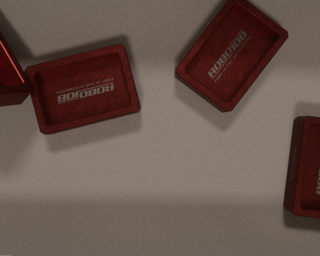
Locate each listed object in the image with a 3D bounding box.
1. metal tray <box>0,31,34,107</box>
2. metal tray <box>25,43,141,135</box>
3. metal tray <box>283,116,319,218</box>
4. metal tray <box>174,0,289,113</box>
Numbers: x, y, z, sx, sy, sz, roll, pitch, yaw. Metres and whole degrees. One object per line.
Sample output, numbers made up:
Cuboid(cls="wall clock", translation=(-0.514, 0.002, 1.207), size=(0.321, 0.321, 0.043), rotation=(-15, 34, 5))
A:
Cuboid(cls="metal tray", translation=(-0.221, -0.085, 0.361), size=(0.030, 0.091, 0.130), rotation=(-37, 81, 30))
Cuboid(cls="metal tray", translation=(-0.099, -0.050, 0.407), size=(0.131, 0.030, 0.089), rotation=(-14, 90, -1))
Cuboid(cls="metal tray", translation=(0.222, 0.053, 0.411), size=(0.091, 0.030, 0.129), rotation=(7, 90, -1))
Cuboid(cls="metal tray", translation=(0.092, -0.096, 0.410), size=(0.090, 0.030, 0.130), rotation=(37, 90, -1))
